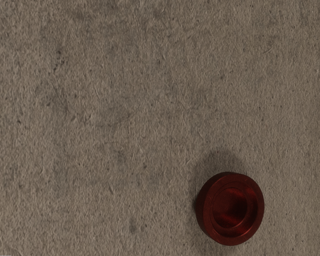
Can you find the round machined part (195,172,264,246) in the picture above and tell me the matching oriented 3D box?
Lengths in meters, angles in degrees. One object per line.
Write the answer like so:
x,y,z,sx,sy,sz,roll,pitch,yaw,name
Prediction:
0.094,0.110,0.436,0.099,0.042,0.097,0,90,-21,round machined part
